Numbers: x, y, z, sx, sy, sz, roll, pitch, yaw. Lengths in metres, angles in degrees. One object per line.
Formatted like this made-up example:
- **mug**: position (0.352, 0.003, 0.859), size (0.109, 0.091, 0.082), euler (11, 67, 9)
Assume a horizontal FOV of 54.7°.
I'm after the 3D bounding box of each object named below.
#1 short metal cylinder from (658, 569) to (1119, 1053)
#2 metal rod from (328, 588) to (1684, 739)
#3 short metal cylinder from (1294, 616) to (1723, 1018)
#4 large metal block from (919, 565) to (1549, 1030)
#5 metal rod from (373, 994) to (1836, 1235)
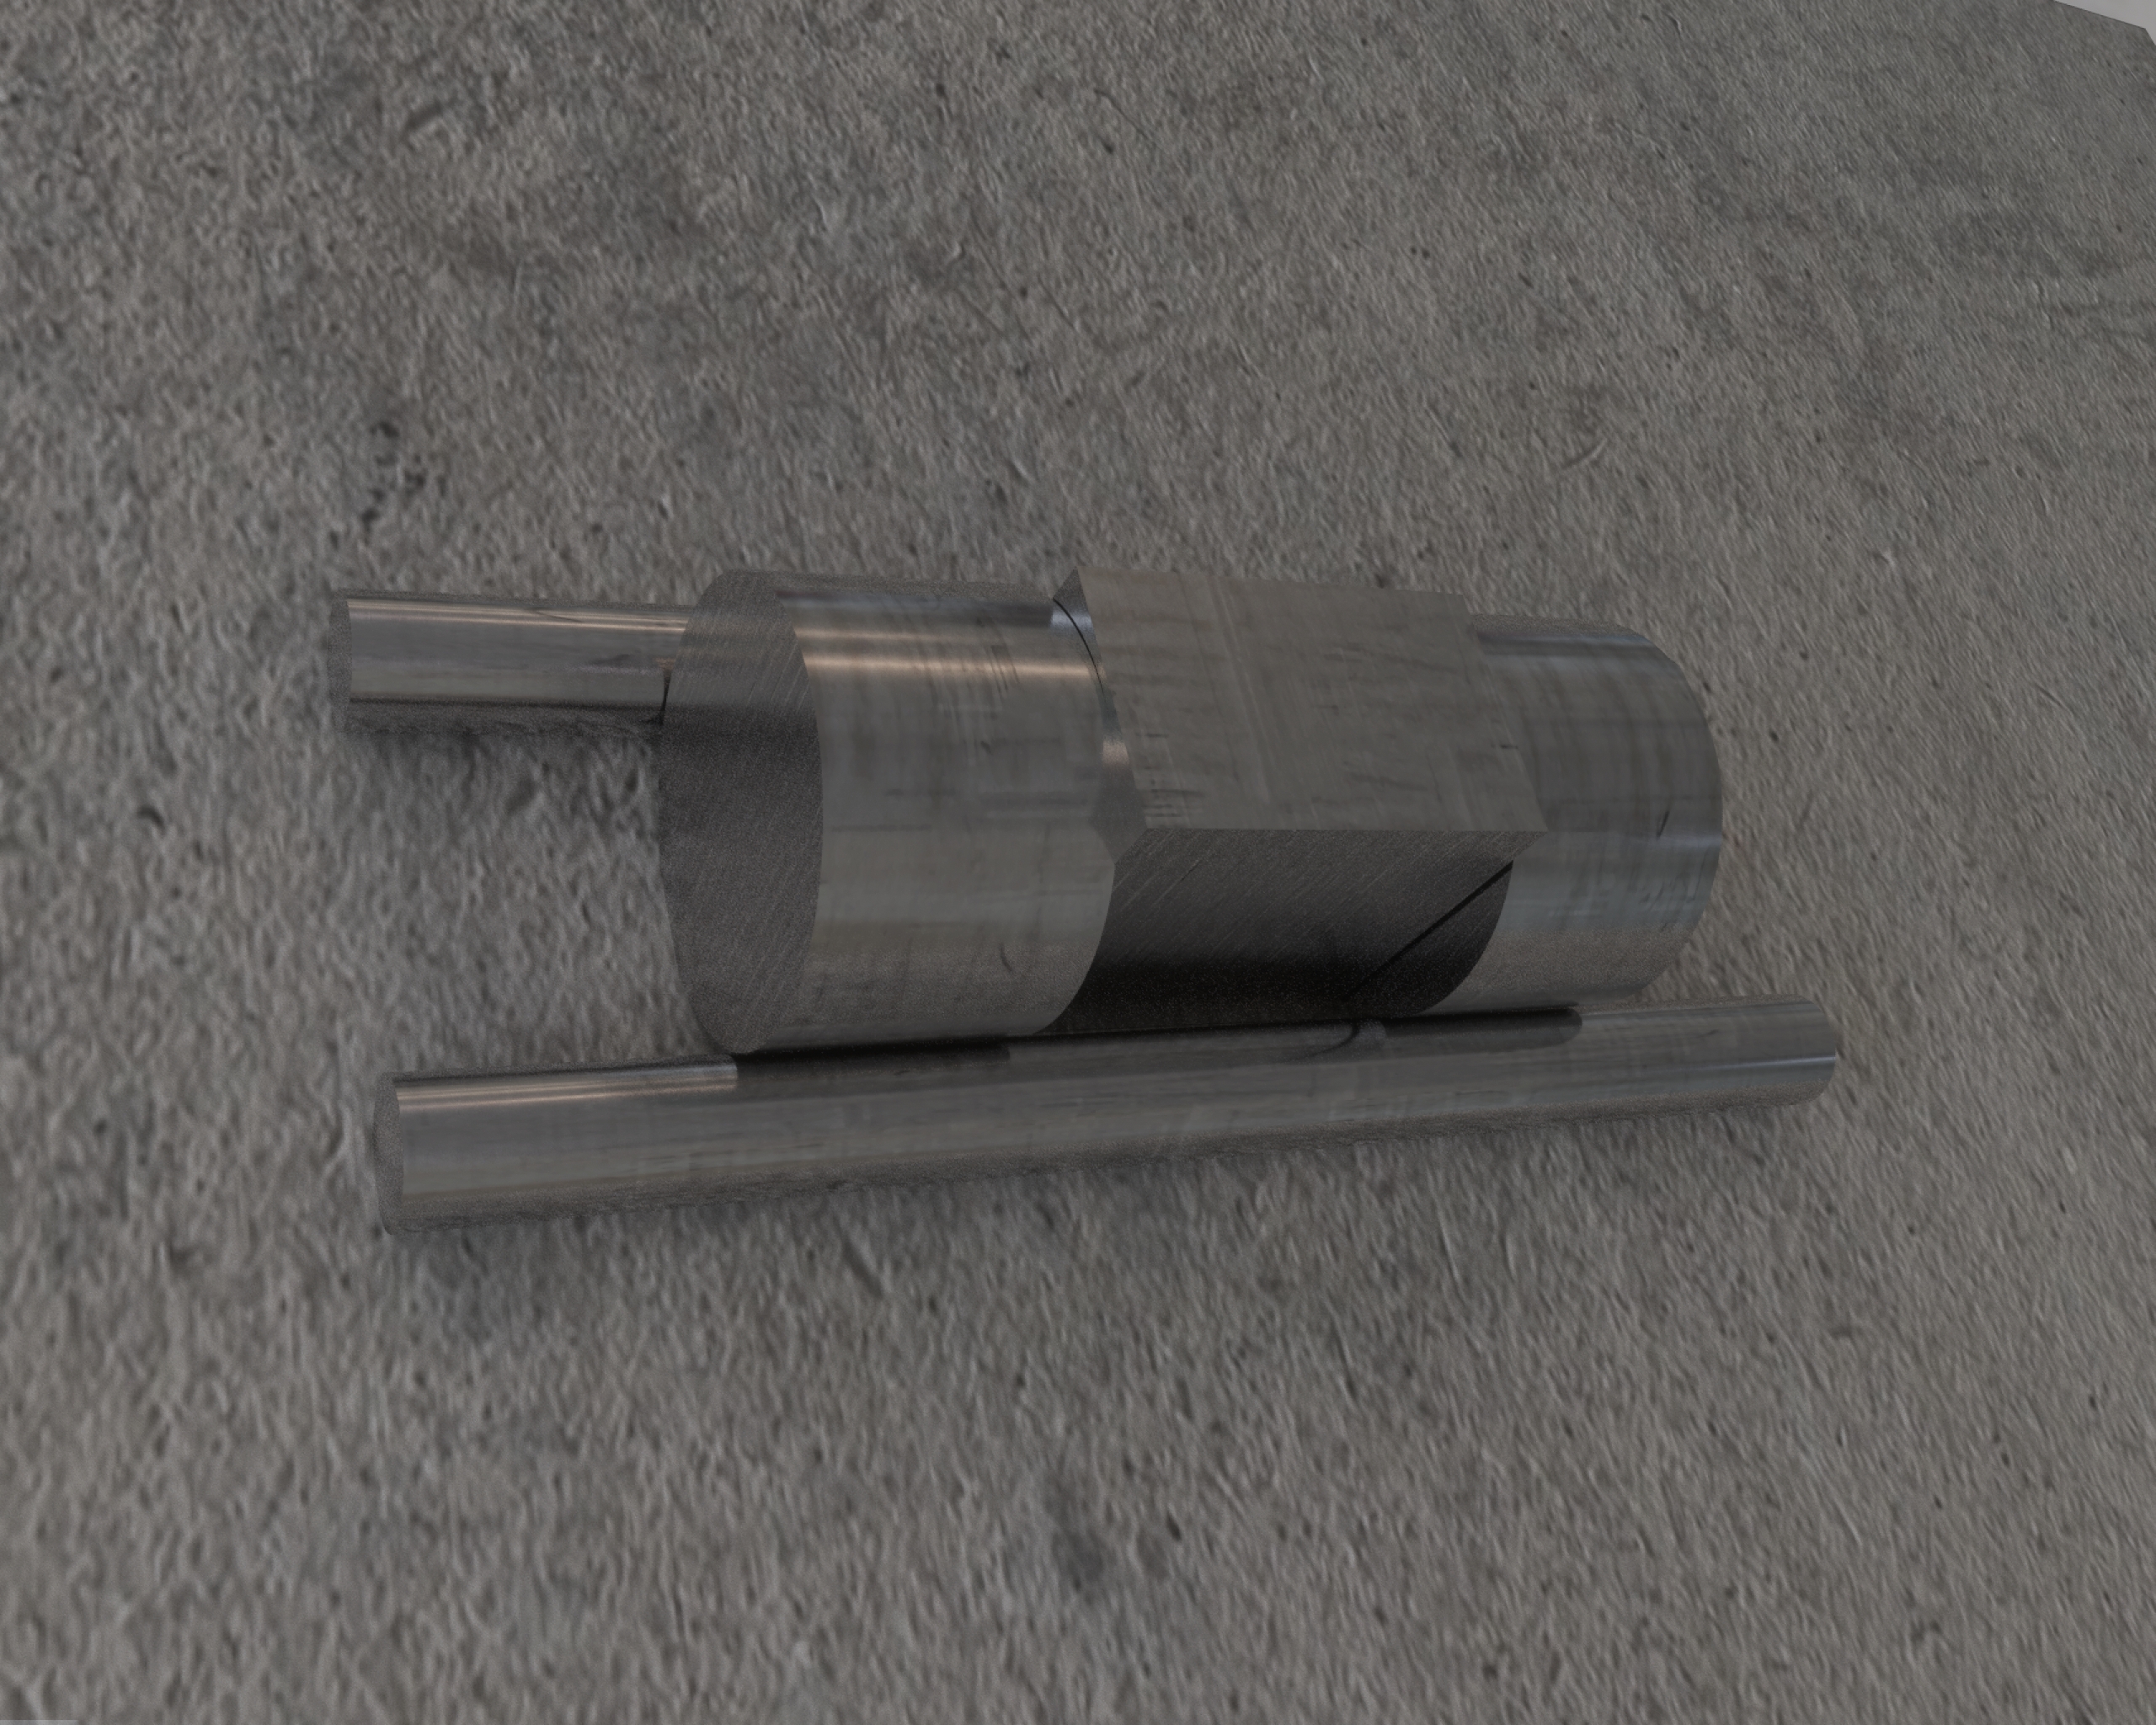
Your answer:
- **short metal cylinder**: position (-0.035, -0.009, 0.356), size (0.050, 0.080, 0.080), euler (-1, 62, -29)
- **metal rod**: position (0.006, -0.036, 0.431), size (0.303, 0.025, 0.025), euler (-1, 62, -29)
- **short metal cylinder**: position (0.081, -0.010, 0.419), size (0.050, 0.080, 0.080), euler (-1, 62, -29)
- **large metal block**: position (0.024, -0.009, 0.385), size (0.081, 0.080, 0.050), euler (0, 62, -28)
- **metal rod**: position (0.027, 0.043, 0.393), size (0.303, 0.025, 0.025), euler (-1, 62, -29)
